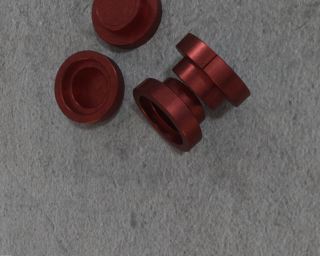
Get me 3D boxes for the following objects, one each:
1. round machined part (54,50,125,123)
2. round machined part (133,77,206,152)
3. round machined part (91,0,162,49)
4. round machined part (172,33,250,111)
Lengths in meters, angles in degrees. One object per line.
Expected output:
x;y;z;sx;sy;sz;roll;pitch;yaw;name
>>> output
-0.093;-0.055;0.432;0.098;0.042;0.097;0;90;19;round machined part
0.016;-0.022;0.371;0.042;0.098;0.098;-42;76;-14;round machined part
-0.050;-0.159;0.417;0.098;0.042;0.097;0;90;19;round machined part
0.052;-0.057;0.350;0.042;0.098;0.098;-45;76;9;round machined part
